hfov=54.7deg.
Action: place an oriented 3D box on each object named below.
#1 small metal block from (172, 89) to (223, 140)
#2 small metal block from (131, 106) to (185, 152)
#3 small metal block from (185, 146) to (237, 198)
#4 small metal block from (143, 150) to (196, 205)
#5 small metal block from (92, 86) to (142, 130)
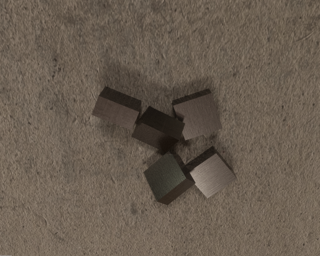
[{"bbox_3d":[0.048,-0.018,0.404,0.050,0.025,0.050,-18,109,6],"label":"small metal block"},{"bbox_3d":[-0.003,0.003,0.396,0.050,0.025,0.050,26,152,-10],"label":"small metal block"},{"bbox_3d":[0.070,0.062,0.434,0.050,0.025,0.050,-37,106,12],"label":"small metal block"},{"bbox_3d":[0.012,0.067,0.418,0.050,0.050,0.025,-41,139,13],"label":"small metal block"},{"bbox_3d":[-0.052,-0.026,0.386,0.050,0.050,0.025,22,109,-8],"label":"small metal block"}]
